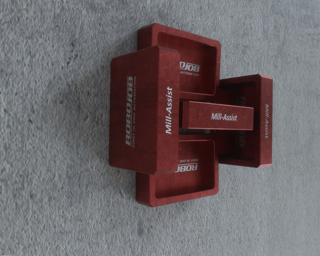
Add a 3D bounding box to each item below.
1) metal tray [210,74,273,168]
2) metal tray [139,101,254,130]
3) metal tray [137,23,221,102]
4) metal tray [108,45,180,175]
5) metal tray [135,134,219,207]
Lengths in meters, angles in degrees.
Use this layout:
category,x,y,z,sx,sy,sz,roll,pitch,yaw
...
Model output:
category,x,y,z,sx,sy,sz,roll,pitch,yaw
metal tray,0.119,-0.010,0.463,0.030,0.090,0.129,2,89,-40
metal tray,0.049,-0.014,0.406,0.131,0.090,0.030,1,91,-40
metal tray,0.030,-0.084,0.427,0.131,0.030,0.089,0,93,-40
metal tray,-0.020,-0.018,0.347,0.030,0.090,0.129,2,90,-41
metal tray,0.028,0.053,0.428,0.131,0.030,0.089,1,89,-40
